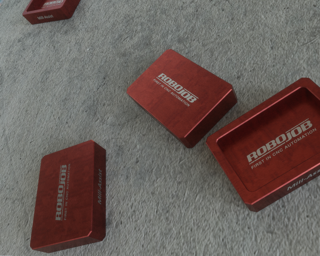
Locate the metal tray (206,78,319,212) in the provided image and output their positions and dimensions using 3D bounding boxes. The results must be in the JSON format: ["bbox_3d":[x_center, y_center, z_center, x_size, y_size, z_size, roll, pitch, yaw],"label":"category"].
[{"bbox_3d":[0.126,0.015,0.324,0.130,0.030,0.090,-33,51,6],"label":"metal tray"}]

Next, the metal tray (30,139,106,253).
[{"bbox_3d":[-0.118,0.088,0.409,0.090,0.030,0.130,-18,54,17],"label":"metal tray"}]

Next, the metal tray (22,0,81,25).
[{"bbox_3d":[-0.241,-0.284,0.701,0.130,0.030,0.090,4,64,30],"label":"metal tray"}]

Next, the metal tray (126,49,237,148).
[{"bbox_3d":[0.025,-0.044,0.415,0.090,0.030,0.130,-45,51,-4],"label":"metal tray"}]
